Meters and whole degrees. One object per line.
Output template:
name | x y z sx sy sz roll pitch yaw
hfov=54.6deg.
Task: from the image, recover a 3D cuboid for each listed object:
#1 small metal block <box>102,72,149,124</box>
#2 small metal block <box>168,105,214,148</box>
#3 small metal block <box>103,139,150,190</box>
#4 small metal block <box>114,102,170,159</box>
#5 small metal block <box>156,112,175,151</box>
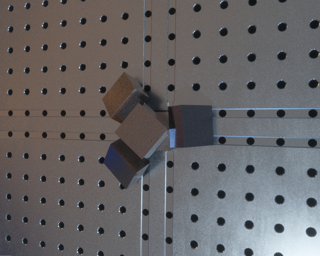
small metal block | -0.047 -0.040 0.417 0.050 0.025 0.050 -48 40 13
small metal block | 0.039 -0.002 0.383 0.025 0.050 0.050 -4 88 53
small metal block | -0.046 0.047 0.416 0.050 0.025 0.050 47 142 14
small metal block | -0.020 0.003 0.393 0.050 0.025 0.050 43 103 14
small metal block | -0.007 0.003 0.416 0.050 0.025 0.050 2 93 20
